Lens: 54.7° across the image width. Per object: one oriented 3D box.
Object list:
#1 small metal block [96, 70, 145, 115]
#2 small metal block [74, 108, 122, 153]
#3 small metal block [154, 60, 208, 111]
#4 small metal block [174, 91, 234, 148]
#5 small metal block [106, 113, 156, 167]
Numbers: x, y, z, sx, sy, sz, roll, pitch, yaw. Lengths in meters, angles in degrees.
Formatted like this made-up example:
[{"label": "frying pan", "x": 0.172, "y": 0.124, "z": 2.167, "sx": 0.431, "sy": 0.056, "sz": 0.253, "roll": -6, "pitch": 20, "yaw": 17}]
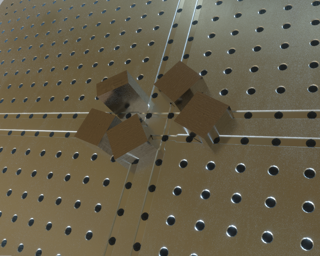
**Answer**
[{"label": "small metal block", "x": -0.057, "y": -0.051, "z": 0.451, "sx": 0.050, "sy": 0.050, "sz": 0.025, "roll": -22, "pitch": 54, "yaw": 15}, {"label": "small metal block", "x": -0.088, "y": 0.003, "z": 0.451, "sx": 0.050, "sy": 0.025, "sz": 0.050, "roll": 17, "pitch": 71, "yaw": 34}, {"label": "small metal block", "x": 0.028, "y": -0.058, "z": 0.428, "sx": 0.050, "sy": 0.025, "sz": 0.050, "roll": -43, "pitch": 51, "yaw": -2}, {"label": "small metal block", "x": 0.055, "y": -0.012, "z": 0.386, "sx": 0.050, "sy": 0.025, "sz": 0.050, "roll": 32, "pitch": 79, "yaw": 37}, {"label": "small metal block", "x": -0.039, "y": 0.016, "z": 0.418, "sx": 0.050, "sy": 0.025, "sz": 0.050, "roll": -30, "pitch": 52, "yaw": 8}]
